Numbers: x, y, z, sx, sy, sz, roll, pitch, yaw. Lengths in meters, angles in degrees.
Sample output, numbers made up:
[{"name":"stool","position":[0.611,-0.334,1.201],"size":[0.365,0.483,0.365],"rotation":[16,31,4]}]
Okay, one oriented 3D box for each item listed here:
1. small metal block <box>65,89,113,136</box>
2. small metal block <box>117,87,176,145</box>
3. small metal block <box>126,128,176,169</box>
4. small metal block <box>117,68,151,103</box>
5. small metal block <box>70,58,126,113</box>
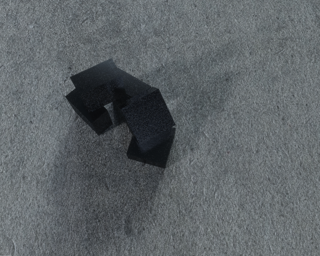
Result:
[{"name":"small metal block","position":[-0.091,-0.022,0.403],"size":[0.025,0.050,0.050],"rotation":[-43,76,-14]},{"name":"small metal block","position":[-0.017,-0.015,0.375],"size":[0.050,0.025,0.050],"rotation":[-30,110,-11]},{"name":"small metal block","position":[-0.011,0.020,0.402],"size":[0.050,0.025,0.050],"rotation":[15,71,5]},{"name":"small metal block","position":[-0.039,-0.047,0.413],"size":[0.050,0.050,0.025],"rotation":[31,73,10]},{"name":"small metal block","position":[-0.070,-0.048,0.360],"size":[0.050,0.050,0.025],"rotation":[-28,73,-10]}]
